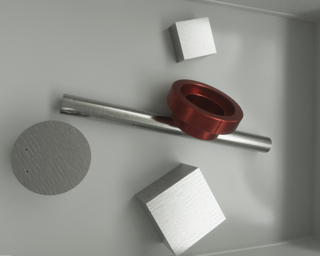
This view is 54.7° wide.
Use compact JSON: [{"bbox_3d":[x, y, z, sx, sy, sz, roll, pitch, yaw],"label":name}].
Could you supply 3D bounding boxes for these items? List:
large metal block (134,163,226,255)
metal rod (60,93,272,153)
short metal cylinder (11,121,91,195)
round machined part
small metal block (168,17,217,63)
[{"bbox_3d":[0.026,0.104,0.408,0.080,0.050,0.080,-32,101,-18],"label":"large metal block"},{"bbox_3d":[0.023,-0.002,0.419,0.302,0.025,0.025,11,86,-20],"label":"metal rod"},{"bbox_3d":[-0.123,0.032,0.352,0.081,0.050,0.079,0,90,-21],"label":"short metal cylinder"},{"bbox_3d":[0.054,-0.020,0.403,0.099,0.098,0.042,11,122,-20],"label":"round machined part"},{"bbox_3d":[0.045,-0.121,0.428,0.050,0.025,0.050,-16,96,-20],"label":"small metal block"}]
